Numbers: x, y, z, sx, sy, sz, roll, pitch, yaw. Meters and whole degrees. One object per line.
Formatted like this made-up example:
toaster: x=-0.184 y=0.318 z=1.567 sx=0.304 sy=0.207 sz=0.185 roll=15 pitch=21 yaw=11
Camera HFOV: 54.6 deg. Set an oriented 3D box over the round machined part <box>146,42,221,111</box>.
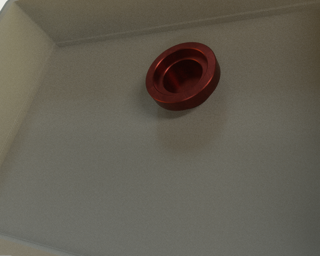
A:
round machined part: x=0.034 y=-0.064 z=0.417 sx=0.098 sy=0.042 sz=0.098 roll=-13 pitch=56 yaw=21
